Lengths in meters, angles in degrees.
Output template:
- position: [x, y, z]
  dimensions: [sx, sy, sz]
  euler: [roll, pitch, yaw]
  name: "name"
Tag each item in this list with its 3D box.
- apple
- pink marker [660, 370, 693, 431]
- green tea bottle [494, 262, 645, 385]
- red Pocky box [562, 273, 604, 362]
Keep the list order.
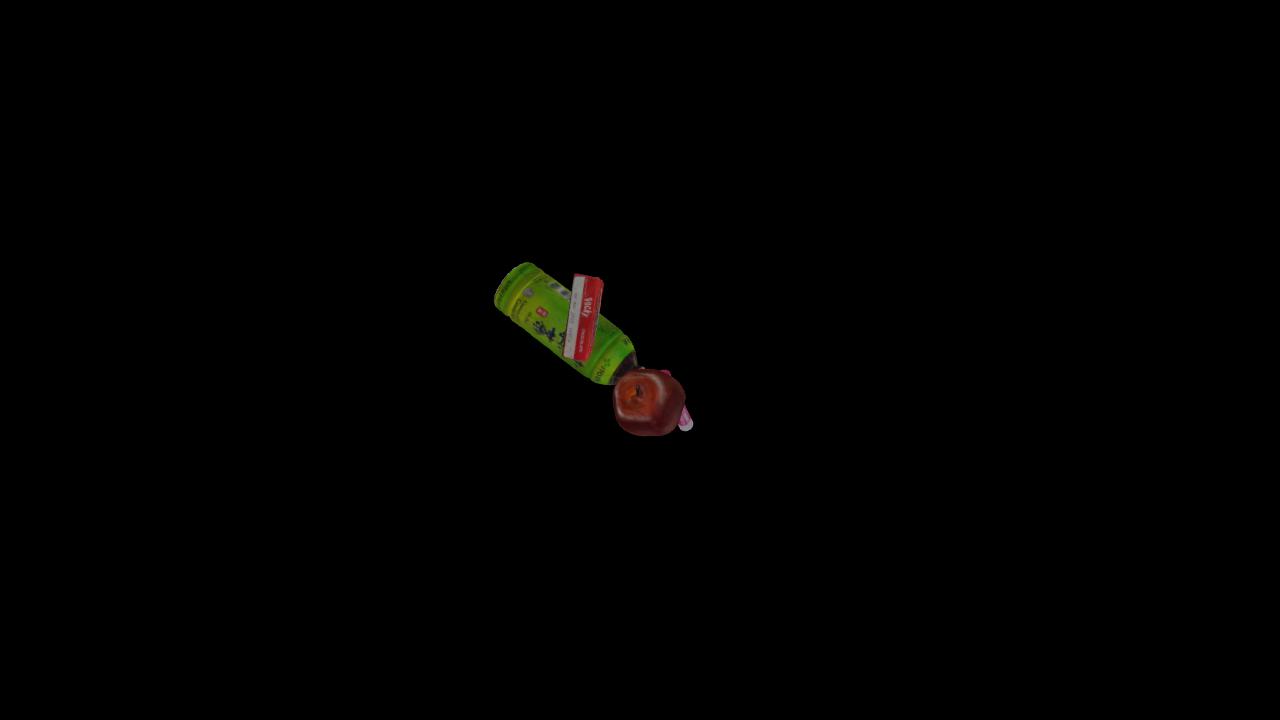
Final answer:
- position: [0.011, 0.047, 0.670]
  dimensions: [0.079, 0.079, 0.093]
  euler: [0, -20, 20]
  name: "apple"
- position: [0.041, 0.049, 0.737]
  dimensions: [0.020, 0.020, 0.121]
  euler: [0, -34, 21]
  name: "pink marker"
- position: [-0.070, -0.029, 0.719]
  dimensions: [0.212, 0.073, 0.073]
  euler: [36, 6, 9]
  name: "green tea bottle"
- position: [-0.058, -0.048, 0.655]
  dimensions: [0.028, 0.083, 0.155]
  euler: [8, 6, -3]
  name: "red Pocky box"
